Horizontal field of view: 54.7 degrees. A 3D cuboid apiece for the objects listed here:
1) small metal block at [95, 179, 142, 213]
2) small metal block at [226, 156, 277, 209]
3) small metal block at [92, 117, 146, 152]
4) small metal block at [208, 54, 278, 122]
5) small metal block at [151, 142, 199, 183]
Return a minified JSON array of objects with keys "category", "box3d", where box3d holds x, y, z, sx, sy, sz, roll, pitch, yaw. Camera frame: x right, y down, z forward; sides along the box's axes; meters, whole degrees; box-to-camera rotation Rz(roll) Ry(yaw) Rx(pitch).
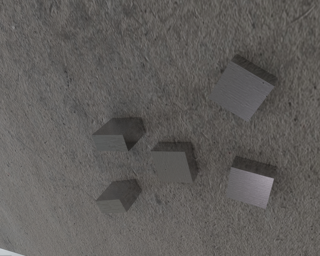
[{"category":"small metal block","box3d":[-0.065,0.108,0.492,0.050,0.050,0.025,-13,112,33]},{"category":"small metal block","box3d":[0.114,0.068,0.389,0.050,0.025,0.050,14,124,20]},{"category":"small metal block","box3d":[-0.055,0.008,0.425,0.050,0.050,0.025,-1,118,29]},{"category":"small metal block","box3d":[0.088,-0.043,0.334,0.050,0.025,0.050,33,129,7]},{"category":"small metal block","box3d":[0.021,0.047,0.425,0.050,0.025,0.050,-1,118,29]}]
